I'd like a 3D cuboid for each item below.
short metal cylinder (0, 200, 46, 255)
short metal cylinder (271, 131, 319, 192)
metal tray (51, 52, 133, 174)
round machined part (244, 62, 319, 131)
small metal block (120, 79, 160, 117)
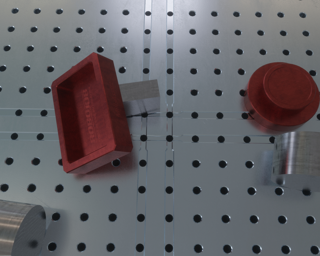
[{"bbox_3d":[-0.166,0.121,0.337,0.050,0.080,0.080,7,70,3],"label":"short metal cylinder"},{"bbox_3d":[0.177,0.042,0.369,0.080,0.080,0.050,12,71,4],"label":"short metal cylinder"},{"bbox_3d":[-0.089,-0.017,0.389,0.090,0.030,0.130,-26,68,29],"label":"metal tray"},{"bbox_3d":[0.169,-0.048,0.422,0.099,0.042,0.098,0,70,0],"label":"round machined part"},{"bbox_3d":[-0.027,-0.039,0.412,0.050,0.050,0.025,-8,71,-3],"label":"small metal block"}]
